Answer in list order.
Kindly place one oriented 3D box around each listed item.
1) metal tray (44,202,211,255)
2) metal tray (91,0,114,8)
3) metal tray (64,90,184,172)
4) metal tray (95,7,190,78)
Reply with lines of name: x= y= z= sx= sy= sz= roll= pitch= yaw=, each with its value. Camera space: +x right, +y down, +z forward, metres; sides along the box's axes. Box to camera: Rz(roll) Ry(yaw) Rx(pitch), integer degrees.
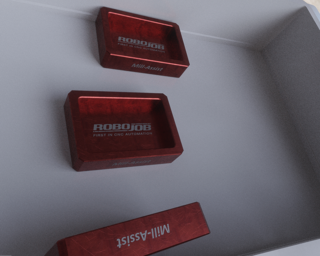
metal tray: x=-0.031 y=0.107 z=0.282 sx=0.131 sy=0.090 sz=0.030 roll=-6 pitch=65 yaw=-31
metal tray: x=-0.063 y=-0.252 z=0.462 sx=0.030 sy=0.129 sz=0.090 roll=20 pitch=54 yaw=-17
metal tray: x=-0.043 y=0.001 z=0.379 sx=0.131 sy=0.030 sz=0.090 roll=-2 pitch=63 yaw=-29
metal tray: x=-0.026 y=-0.127 z=0.467 sx=0.131 sy=0.030 sz=0.090 roll=3 pitch=61 yaw=-27
